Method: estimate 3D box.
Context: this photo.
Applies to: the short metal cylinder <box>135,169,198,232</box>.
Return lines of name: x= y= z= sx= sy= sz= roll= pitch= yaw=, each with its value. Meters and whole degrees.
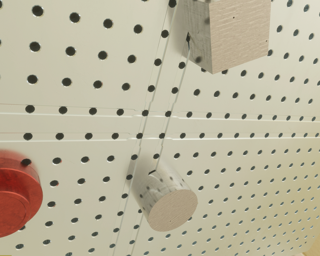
short metal cylinder: x=0.009 y=0.109 z=0.470 sx=0.081 sy=0.050 sz=0.079 roll=-14 pitch=124 yaw=-21

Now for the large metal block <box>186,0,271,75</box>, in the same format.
large metal block: x=0.081 y=-0.120 z=0.367 sx=0.081 sy=0.050 sz=0.080 roll=-22 pitch=127 yaw=-16

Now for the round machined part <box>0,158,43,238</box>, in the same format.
round machined part: x=-0.185 y=0.086 z=0.353 sx=0.099 sy=0.042 sz=0.097 roll=-14 pitch=125 yaw=-21
